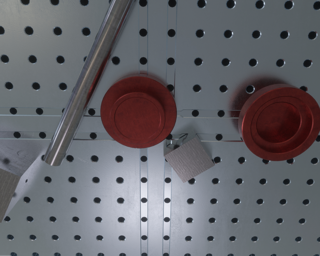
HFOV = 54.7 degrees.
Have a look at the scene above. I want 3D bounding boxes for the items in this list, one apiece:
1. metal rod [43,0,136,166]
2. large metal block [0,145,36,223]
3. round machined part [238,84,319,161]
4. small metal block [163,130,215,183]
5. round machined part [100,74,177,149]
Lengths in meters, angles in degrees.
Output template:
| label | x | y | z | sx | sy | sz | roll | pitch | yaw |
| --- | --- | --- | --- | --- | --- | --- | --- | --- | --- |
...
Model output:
| label | x | y | z | sx | sy | sz | roll | pitch | yaw |
| --- | --- | --- | --- | --- | --- | --- | --- | --- | --- |
| metal rod | -0.080 | -0.079 | 0.383 | 0.025 | 0.025 | 0.298 | 26 | 108 | -9 |
| large metal block | -0.232 | 0.069 | 0.423 | 0.080 | 0.050 | 0.080 | 26 | 108 | -10 |
| round machined part | 0.151 | -0.010 | 0.402 | 0.099 | 0.042 | 0.097 | 0 | 110 | 0 |
| small metal block | 0.040 | 0.040 | 0.428 | 0.050 | 0.025 | 0.050 | -32 | 107 | 11 |
| round machined part | -0.027 | -0.018 | 0.397 | 0.099 | 0.042 | 0.097 | 0 | 110 | 0 |
